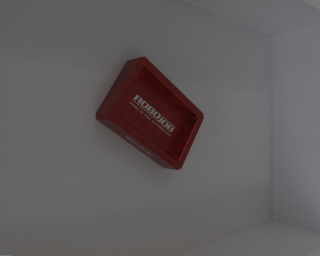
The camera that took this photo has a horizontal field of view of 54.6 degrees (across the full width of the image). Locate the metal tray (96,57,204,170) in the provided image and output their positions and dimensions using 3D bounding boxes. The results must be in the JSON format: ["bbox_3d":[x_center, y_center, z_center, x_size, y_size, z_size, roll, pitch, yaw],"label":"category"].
[{"bbox_3d":[-0.006,-0.015,0.396,0.130,0.030,0.090,40,66,-33],"label":"metal tray"}]
